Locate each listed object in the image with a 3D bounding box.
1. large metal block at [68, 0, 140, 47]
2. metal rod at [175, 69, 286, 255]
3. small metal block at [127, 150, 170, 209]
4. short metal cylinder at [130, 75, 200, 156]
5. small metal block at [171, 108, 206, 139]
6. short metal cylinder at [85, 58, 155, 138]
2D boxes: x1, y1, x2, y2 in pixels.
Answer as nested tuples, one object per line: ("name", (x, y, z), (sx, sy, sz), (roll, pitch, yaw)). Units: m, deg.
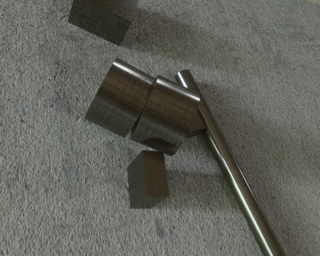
("large metal block", (-0.078, -0.180, 0.455), (0.080, 0.050, 0.080), (23, 53, -15))
("metal rod", (0.092, 0.048, 0.424), (0.025, 0.025, 0.299), (-12, 68, -33))
("small metal block", (-0.015, 0.058, 0.344), (0.025, 0.050, 0.050), (6, 59, -25))
("short metal cylinder", (0.004, -0.014, 0.354), (0.050, 0.080, 0.080), (24, 53, -8))
("small metal block", (0.026, -0.011, 0.425), (0.050, 0.025, 0.050), (-12, 68, -33))
("short metal cylinder", (-0.047, -0.035, 0.365), (0.050, 0.080, 0.080), (27, 52, -11))
